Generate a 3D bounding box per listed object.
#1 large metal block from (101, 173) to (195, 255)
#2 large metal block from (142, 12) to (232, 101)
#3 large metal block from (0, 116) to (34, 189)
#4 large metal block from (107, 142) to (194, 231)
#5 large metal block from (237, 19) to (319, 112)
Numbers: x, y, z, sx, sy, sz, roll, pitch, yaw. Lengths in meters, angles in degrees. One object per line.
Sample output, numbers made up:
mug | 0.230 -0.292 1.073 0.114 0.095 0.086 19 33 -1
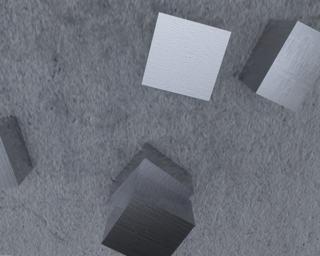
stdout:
large metal block | -0.014 0.116 0.386 0.080 0.050 0.080 30 107 -11
large metal block | 0.028 -0.085 0.366 0.081 0.050 0.079 13 110 -6
large metal block | -0.226 0.035 0.406 0.080 0.050 0.079 -9 110 3
large metal block | -0.012 0.081 0.426 0.080 0.050 0.080 37 106 -13
large metal block | 0.140 -0.075 0.355 0.050 0.080 0.079 23 108 -9
